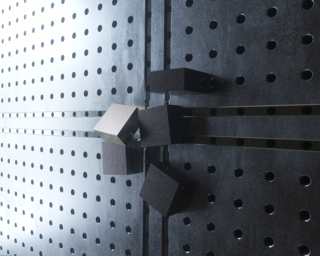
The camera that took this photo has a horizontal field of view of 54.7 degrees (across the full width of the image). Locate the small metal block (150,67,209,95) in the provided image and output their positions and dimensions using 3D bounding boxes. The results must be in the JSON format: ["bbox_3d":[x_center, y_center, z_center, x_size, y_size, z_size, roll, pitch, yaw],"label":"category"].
[{"bbox_3d":[0.023,-0.054,0.372,0.050,0.050,0.025,2,91,39],"label":"small metal block"}]

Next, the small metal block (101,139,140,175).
[{"bbox_3d":[-0.059,0.043,0.455,0.050,0.025,0.050,-6,86,39],"label":"small metal block"}]

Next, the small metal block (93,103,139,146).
[{"bbox_3d":[-0.058,-0.006,0.438,0.050,0.025,0.050,11,59,39],"label":"small metal block"}]

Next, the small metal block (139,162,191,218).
[{"bbox_3d":[0.005,0.079,0.403,0.050,0.025,0.050,31,109,35],"label":"small metal block"}]

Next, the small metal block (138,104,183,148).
[{"bbox_3d":[0.000,-0.002,0.408,0.050,0.025,0.050,-10,84,39],"label":"small metal block"}]
